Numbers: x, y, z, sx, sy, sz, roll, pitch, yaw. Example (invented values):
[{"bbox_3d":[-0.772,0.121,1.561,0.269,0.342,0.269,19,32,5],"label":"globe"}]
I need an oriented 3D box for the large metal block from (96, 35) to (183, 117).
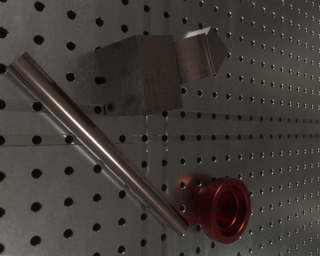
[{"bbox_3d":[-0.025,-0.057,0.354,0.050,0.080,0.079,-14,99,-40],"label":"large metal block"}]

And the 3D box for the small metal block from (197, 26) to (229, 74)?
[{"bbox_3d":[0.073,-0.116,0.473,0.050,0.025,0.050,42,64,-32],"label":"small metal block"}]

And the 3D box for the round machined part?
[{"bbox_3d":[0.095,0.125,0.481,0.099,0.042,0.097,0,90,-40],"label":"round machined part"}]

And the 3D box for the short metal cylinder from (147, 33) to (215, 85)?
[{"bbox_3d":[0.025,-0.086,0.396,0.081,0.080,0.050,-27,107,-37],"label":"short metal cylinder"}]

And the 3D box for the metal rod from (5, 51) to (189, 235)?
[{"bbox_3d":[-0.054,0.037,0.365,0.300,0.025,0.025,51,60,-28],"label":"metal rod"}]
